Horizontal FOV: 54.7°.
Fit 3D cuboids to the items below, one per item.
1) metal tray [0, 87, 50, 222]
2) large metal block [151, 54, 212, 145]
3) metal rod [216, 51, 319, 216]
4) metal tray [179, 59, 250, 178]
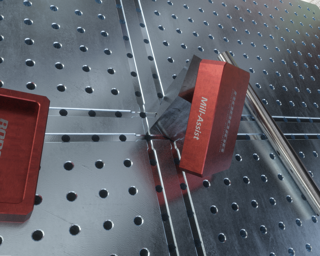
[{"bbox_3d":[-0.164,0.021,0.303,0.091,0.030,0.130,11,57,-23],"label":"metal tray"},{"bbox_3d":[0.037,-0.036,0.415,0.050,0.080,0.080,29,52,-10],"label":"large metal block"},{"bbox_3d":[0.179,0.000,0.504,0.025,0.025,0.299,-17,71,-35],"label":"metal rod"},{"bbox_3d":[0.069,-0.011,0.378,0.091,0.030,0.129,0,103,-57],"label":"metal tray"}]
